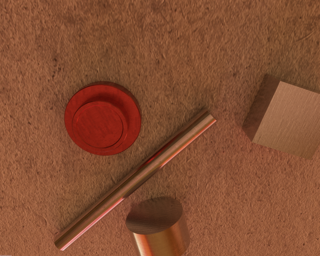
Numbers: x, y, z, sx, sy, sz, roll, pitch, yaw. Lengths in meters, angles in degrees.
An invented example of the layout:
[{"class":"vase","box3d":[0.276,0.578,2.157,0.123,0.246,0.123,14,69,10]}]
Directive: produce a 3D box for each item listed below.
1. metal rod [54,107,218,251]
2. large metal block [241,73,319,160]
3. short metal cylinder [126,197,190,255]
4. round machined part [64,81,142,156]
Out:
[{"class":"metal rod","box3d":[-0.042,0.079,0.438,0.300,0.025,0.025,-42,105,13]},{"class":"large metal block","box3d":[0.163,-0.015,0.393,0.080,0.050,0.079,17,109,-7]},{"class":"short metal cylinder","box3d":[-0.002,0.141,0.432,0.080,0.080,0.050,-13,110,4]},{"class":"round machined part","box3d":[-0.073,-0.008,0.397,0.099,0.042,0.097,0,110,-1]}]
